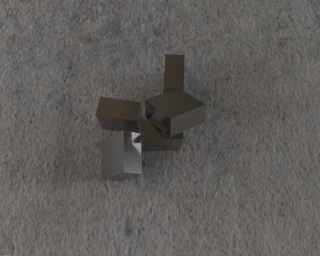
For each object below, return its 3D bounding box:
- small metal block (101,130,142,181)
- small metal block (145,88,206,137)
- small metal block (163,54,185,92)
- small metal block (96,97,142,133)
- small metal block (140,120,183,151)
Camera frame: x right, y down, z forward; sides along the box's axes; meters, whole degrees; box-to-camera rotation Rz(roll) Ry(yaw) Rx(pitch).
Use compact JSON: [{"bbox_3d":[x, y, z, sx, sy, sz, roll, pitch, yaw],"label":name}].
[{"bbox_3d":[-0.048,0.035,0.379,0.025,0.050,0.050,14,64,-38],"label":"small metal block"},{"bbox_3d":[0.018,-0.020,0.364,0.050,0.025,0.050,-22,40,-28],"label":"small metal block"},{"bbox_3d":[0.018,-0.064,0.419,0.025,0.050,0.050,3,70,1],"label":"small metal block"},{"bbox_3d":[-0.051,-0.015,0.400,0.050,0.050,0.025,8,70,3],"label":"small metal block"},{"bbox_3d":[0.002,0.010,0.391,0.050,0.050,0.025,-2,70,-1],"label":"small metal block"}]
